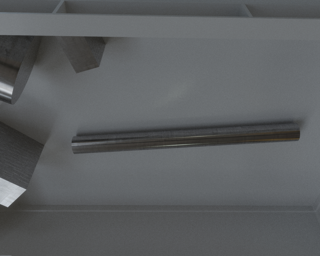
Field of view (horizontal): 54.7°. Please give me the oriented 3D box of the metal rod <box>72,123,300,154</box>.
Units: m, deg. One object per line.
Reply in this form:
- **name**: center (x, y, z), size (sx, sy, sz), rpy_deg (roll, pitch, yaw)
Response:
- **metal rod**: center (0.033, 0.014, 0.421), size (0.302, 0.025, 0.025), rpy_deg (-3, 130, 2)

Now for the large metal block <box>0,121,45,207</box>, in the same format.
- **large metal block**: center (-0.212, 0.044, 0.407), size (0.080, 0.080, 0.050), rpy_deg (35, 121, -27)

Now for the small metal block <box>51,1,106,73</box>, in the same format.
- **small metal block**: center (-0.080, -0.092, 0.313), size (0.025, 0.050, 0.050), rpy_deg (-14, 129, 11)

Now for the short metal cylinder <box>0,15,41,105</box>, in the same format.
- **short metal cylinder**: center (-0.160, -0.070, 0.311), size (0.050, 0.080, 0.079), rpy_deg (21, 127, -17)

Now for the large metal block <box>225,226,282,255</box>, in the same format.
- **large metal block**: center (0.177, 0.233, 0.597), size (0.081, 0.050, 0.079), rpy_deg (1, 130, -2)
